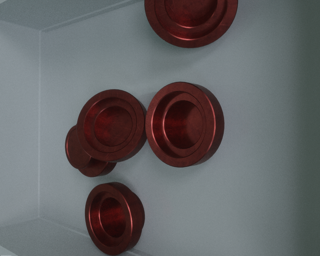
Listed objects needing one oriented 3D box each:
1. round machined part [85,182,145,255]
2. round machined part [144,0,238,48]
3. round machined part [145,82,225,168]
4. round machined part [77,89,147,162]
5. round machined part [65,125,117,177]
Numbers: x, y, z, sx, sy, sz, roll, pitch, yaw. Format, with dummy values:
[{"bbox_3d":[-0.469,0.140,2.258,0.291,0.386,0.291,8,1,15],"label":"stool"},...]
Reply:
[{"bbox_3d":[-0.060,0.126,0.443,0.098,0.042,0.097,0,90,39],"label":"round machined part"},{"bbox_3d":[0.034,-0.142,0.343,0.098,0.098,0.042,-39,27,33],"label":"round machined part"},{"bbox_3d":[0.033,-0.004,0.367,0.098,0.042,0.097,0,90,39],"label":"round machined part"},{"bbox_3d":[-0.061,-0.001,0.428,0.098,0.042,0.098,-3,78,16],"label":"round machined part"},{"bbox_3d":[-0.112,0.029,0.485,0.098,0.042,0.097,0,90,39],"label":"round machined part"}]
